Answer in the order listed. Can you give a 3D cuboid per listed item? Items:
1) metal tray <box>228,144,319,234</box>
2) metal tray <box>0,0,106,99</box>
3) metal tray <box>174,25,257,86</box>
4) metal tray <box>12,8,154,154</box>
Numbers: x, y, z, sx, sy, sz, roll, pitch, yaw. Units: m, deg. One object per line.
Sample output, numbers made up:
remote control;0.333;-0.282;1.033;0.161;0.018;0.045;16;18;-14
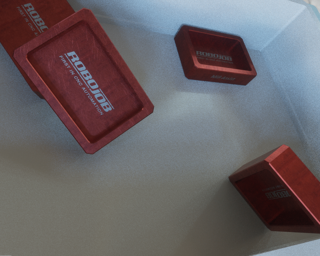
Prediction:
metal tray;0.138;0.077;0.366;0.030;0.130;0.090;-35;79;-14
metal tray;-0.138;-0.110;0.370;0.090;0.030;0.130;-34;81;-10
metal tray;0.096;-0.123;0.530;0.131;0.030;0.090;1;61;-28
metal tray;-0.079;-0.048;0.336;0.090;0.030;0.130;-36;105;-9
